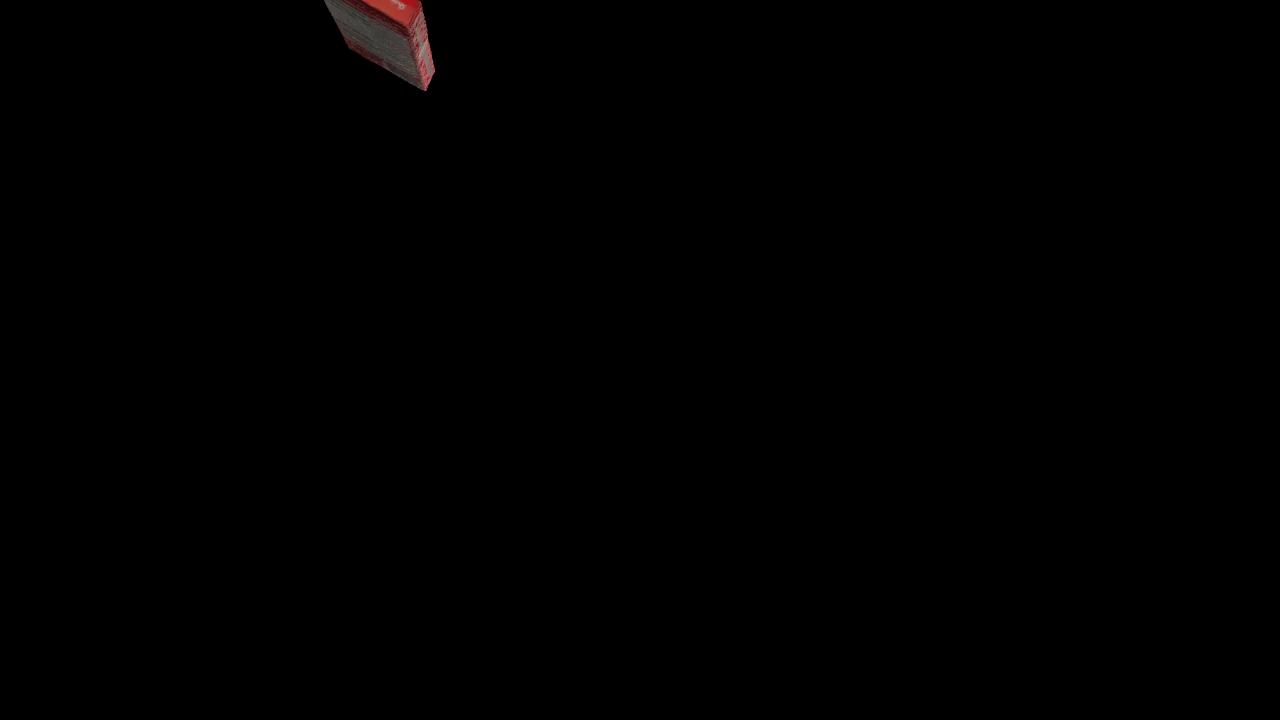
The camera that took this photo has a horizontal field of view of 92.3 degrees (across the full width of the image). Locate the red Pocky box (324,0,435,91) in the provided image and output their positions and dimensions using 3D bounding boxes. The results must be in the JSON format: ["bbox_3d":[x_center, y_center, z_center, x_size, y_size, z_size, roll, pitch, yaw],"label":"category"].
[{"bbox_3d":[-0.230,-0.296,0.547,0.083,0.028,0.155,27,-2,-15],"label":"red Pocky box"}]
